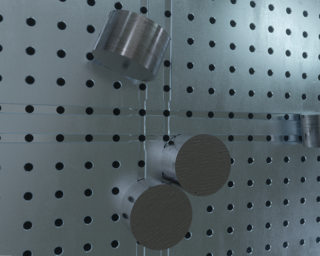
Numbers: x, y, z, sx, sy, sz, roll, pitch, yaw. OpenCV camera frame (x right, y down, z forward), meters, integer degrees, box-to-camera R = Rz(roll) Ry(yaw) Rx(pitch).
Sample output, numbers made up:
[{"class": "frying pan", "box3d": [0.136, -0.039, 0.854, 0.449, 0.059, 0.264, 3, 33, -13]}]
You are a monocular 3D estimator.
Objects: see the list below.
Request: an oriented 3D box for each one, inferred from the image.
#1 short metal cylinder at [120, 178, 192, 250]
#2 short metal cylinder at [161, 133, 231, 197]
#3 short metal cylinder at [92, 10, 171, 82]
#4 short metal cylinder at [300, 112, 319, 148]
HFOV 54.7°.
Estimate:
[{"class": "short metal cylinder", "box3d": [-0.006, 0.108, 0.398, 0.081, 0.050, 0.079, 0, 90, -20]}, {"class": "short metal cylinder", "box3d": [0.048, 0.047, 0.418, 0.081, 0.050, 0.079, 0, 90, -21]}, {"class": "short metal cylinder", "box3d": [-0.034, -0.096, 0.372, 0.080, 0.080, 0.050, 24, 82, -19]}, {"class": "short metal cylinder", "box3d": [0.265, 0.000, 0.484, 0.081, 0.080, 0.050, -7, 93, -20]}]
